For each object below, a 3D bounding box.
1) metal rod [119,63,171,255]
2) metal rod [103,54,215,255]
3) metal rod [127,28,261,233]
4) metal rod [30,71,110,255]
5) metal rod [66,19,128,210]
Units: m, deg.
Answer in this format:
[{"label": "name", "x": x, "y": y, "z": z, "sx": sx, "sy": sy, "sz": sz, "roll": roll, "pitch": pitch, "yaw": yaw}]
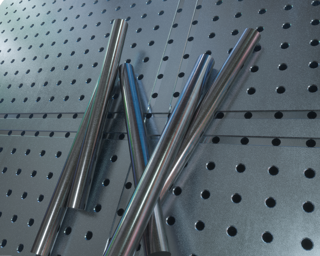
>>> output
[{"label": "metal rod", "x": -0.028, "y": 0.014, "z": 0.390, "sx": 0.025, "sy": 0.025, "sz": 0.300, "roll": -25, "pitch": 46, "yaw": 12}, {"label": "metal rod", "x": 0.010, "y": 0.016, "z": 0.344, "sx": 0.025, "sy": 0.025, "sz": 0.301, "roll": 3, "pitch": 48, "yaw": 29}, {"label": "metal rod", "x": 0.046, "y": -0.004, "z": 0.384, "sx": 0.025, "sy": 0.025, "sz": 0.300, "roll": 23, "pitch": 74, "yaw": 36}, {"label": "metal rod", "x": -0.115, "y": 0.027, "z": 0.449, "sx": 0.025, "sy": 0.025, "sz": 0.300, "roll": 1, "pitch": 62, "yaw": 28}, {"label": "metal rod", "x": -0.086, "y": -0.033, "z": 0.454, "sx": 0.025, "sy": 0.025, "sz": 0.299, "roll": -2, "pitch": 66, "yaw": 27}]
